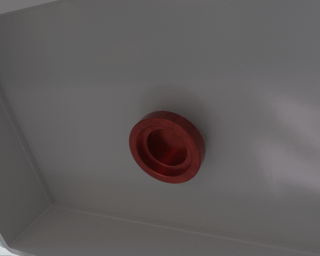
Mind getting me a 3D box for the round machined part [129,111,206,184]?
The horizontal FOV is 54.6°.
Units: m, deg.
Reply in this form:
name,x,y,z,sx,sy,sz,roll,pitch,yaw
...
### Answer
name,x,y,z,sx,sy,sz,roll,pitch,yaw
round machined part,0.013,0.021,0.404,0.098,0.042,0.097,13,124,21
